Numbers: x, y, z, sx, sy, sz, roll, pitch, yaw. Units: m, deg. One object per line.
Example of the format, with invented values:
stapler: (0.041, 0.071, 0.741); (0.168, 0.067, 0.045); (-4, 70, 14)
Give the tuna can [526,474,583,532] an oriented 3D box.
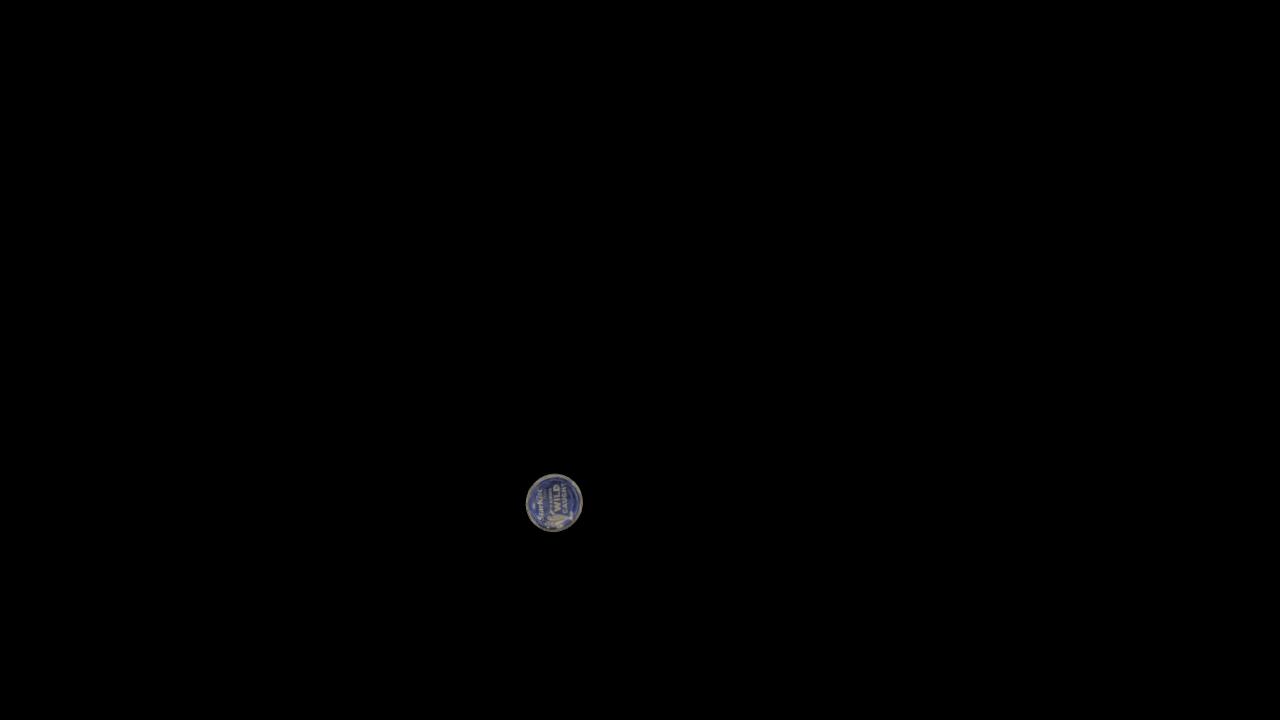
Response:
tuna can: (-0.129, 0.212, 0.921); (0.084, 0.084, 0.034); (0, -7, -9)
